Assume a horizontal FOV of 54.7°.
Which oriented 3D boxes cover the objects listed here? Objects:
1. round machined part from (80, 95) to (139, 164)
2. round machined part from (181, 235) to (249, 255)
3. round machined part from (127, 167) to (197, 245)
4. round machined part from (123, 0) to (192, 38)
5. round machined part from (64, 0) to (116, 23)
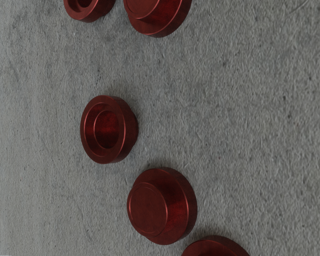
[{"bbox_3d":[-0.070,0.002,0.452,0.098,0.042,0.097,0,90,40],"label":"round machined part"},{"bbox_3d":[0.059,0.175,0.345,0.098,0.042,0.097,0,90,40],"label":"round machined part"},{"bbox_3d":[-0.005,0.101,0.398,0.098,0.042,0.097,0,90,40],"label":"round machined part"},{"bbox_3d":[-0.010,-0.171,0.402,0.098,0.042,0.097,0,90,40],"label":"round machined part"},{"bbox_3d":[-0.104,-0.212,0.480,0.098,0.042,0.097,0,90,40],"label":"round machined part"}]
